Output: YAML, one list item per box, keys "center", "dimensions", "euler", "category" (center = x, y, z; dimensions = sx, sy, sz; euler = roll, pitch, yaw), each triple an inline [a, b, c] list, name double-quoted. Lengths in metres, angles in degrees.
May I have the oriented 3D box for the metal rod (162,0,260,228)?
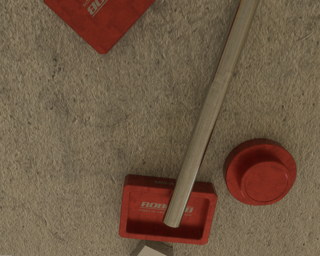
- center: [0.059, -0.012, 0.387]
  dimensions: [0.025, 0.025, 0.298]
  euler: [16, 102, -6]
  category: "metal rod"

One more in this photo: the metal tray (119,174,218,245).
- center: [0.010, 0.120, 0.451]
  dimensions: [0.131, 0.030, 0.089]
  euler: [7, 110, -3]
  category: "metal tray"

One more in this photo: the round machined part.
- center: [0.140, 0.067, 0.428]
  dimensions: [0.099, 0.042, 0.097]
  euler: [0, 110, -1]
  category: "round machined part"

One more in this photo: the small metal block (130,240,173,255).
- center: [-0.014, 0.202, 0.484]
  dimensions: [0.050, 0.025, 0.050]
  euler: [30, 107, -11]
  category: "small metal block"

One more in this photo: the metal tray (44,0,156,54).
- center: [-0.053, -0.160, 0.347]
  dimensions: [0.090, 0.030, 0.130]
  euler: [43, 104, -15]
  category: "metal tray"
